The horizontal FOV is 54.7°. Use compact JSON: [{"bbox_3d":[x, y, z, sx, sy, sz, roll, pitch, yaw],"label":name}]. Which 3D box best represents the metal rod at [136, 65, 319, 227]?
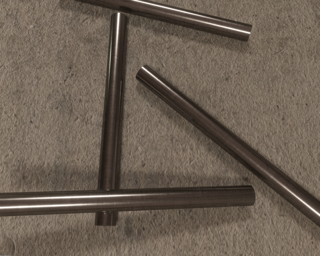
[{"bbox_3d":[0.087,0.015,0.403,0.300,0.025,0.025,40,75,13],"label":"metal rod"}]

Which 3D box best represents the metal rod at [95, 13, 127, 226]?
[{"bbox_3d":[-0.063,-0.025,0.416,0.025,0.025,0.299,1,70,0],"label":"metal rod"}]

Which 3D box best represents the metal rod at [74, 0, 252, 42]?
[{"bbox_3d":[-0.012,-0.180,0.473,0.301,0.025,0.025,15,71,5],"label":"metal rod"}]

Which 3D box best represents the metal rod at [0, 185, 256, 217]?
[{"bbox_3d":[-0.038,0.082,0.354,0.302,0.025,0.025,0,70,-10],"label":"metal rod"}]
